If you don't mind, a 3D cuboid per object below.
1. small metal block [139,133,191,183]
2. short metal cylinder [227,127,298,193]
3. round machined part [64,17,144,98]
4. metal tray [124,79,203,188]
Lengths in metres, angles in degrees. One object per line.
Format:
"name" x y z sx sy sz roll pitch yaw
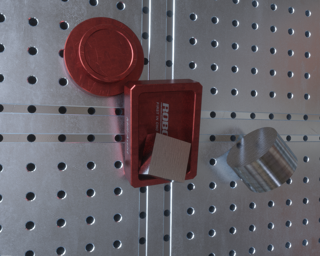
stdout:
"small metal block" 0.007 0.038 0.381 0.050 0.025 0.050 18 74 -26
"short metal cylinder" 0.142 0.044 0.436 0.080 0.080 0.050 -45 104 -14
"round machined part" -0.066 -0.087 0.379 0.099 0.042 0.097 0 90 -20
"metal tray" 0.003 0.006 0.391 0.091 0.030 0.129 -5 109 -20
